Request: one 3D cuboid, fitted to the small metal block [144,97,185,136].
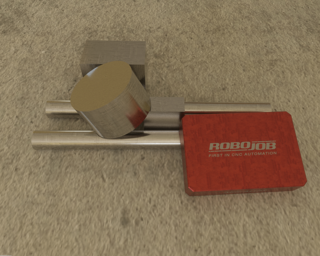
[{"bbox_3d":[0.005,-0.014,0.399,0.050,0.050,0.025,1,50,0],"label":"small metal block"}]

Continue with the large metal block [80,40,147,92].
[{"bbox_3d":[-0.059,-0.073,0.430,0.081,0.080,0.050,1,50,0],"label":"large metal block"}]

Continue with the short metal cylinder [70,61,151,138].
[{"bbox_3d":[-0.058,-0.034,0.370,0.080,0.050,0.080,-16,46,17],"label":"short metal cylinder"}]

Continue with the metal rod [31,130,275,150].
[{"bbox_3d":[-0.006,0.015,0.392,0.302,0.025,0.025,0,50,-1],"label":"metal rod"}]

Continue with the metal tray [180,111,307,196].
[{"bbox_3d":[0.092,0.029,0.360,0.131,0.030,0.090,-2,68,-4],"label":"metal tray"}]

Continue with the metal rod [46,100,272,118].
[{"bbox_3d":[-0.002,-0.024,0.425,0.302,0.025,0.025,1,50,0],"label":"metal rod"}]
